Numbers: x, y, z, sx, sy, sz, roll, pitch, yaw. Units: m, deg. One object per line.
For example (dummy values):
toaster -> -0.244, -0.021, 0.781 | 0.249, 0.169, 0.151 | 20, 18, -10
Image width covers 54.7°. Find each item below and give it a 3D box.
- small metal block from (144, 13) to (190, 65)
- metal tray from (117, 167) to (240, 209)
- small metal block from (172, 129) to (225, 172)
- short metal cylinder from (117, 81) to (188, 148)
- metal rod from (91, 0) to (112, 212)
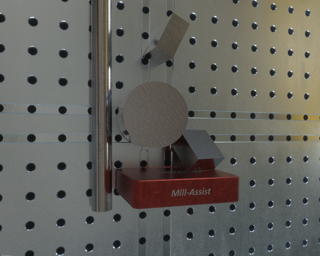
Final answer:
small metal block -> 0.008, -0.114, 0.402 | 0.025, 0.050, 0.050 | 29, 81, -18
metal tray -> 0.019, 0.070, 0.384 | 0.131, 0.090, 0.030 | 1, 91, -20
small metal block -> 0.049, 0.029, 0.409 | 0.050, 0.025, 0.050 | 2, 45, -40
short metal cylinder -> -0.011, -0.015, 0.392 | 0.081, 0.050, 0.080 | 0, 88, -16
metal rod -> -0.072, -0.048, 0.385 | 0.025, 0.025, 0.298 | 0, 90, -20
